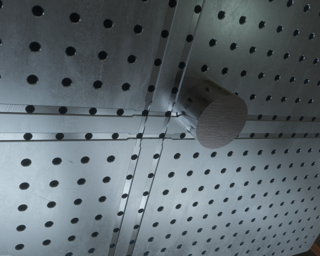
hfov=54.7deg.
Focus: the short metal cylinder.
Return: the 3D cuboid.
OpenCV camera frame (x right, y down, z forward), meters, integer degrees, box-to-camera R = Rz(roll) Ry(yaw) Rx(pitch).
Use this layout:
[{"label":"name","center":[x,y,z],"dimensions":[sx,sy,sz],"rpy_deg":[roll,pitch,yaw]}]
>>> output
[{"label":"short metal cylinder","center":[0.072,-0.018,0.425],"dimensions":[0.081,0.050,0.079],"rpy_deg":[-14,124,-21]}]
